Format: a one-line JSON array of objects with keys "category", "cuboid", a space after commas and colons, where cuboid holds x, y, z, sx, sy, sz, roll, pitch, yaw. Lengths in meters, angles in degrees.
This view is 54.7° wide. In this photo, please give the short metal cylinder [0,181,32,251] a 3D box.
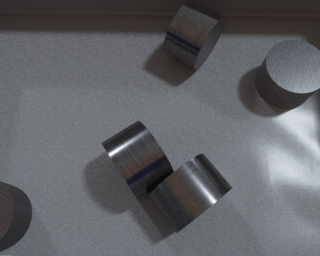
[{"category": "short metal cylinder", "cuboid": [-0.198, 0.101, 0.358, 0.081, 0.050, 0.080, 0, 70, 0]}]

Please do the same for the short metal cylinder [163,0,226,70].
[{"category": "short metal cylinder", "cuboid": [0.048, -0.128, 0.427, 0.050, 0.080, 0.080, 32, 73, 11]}]

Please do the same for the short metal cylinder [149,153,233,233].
[{"category": "short metal cylinder", "cuboid": [0.035, 0.074, 0.354, 0.080, 0.080, 0.050, -36, 74, -12]}]

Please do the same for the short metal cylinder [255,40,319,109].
[{"category": "short metal cylinder", "cuboid": [0.178, -0.072, 0.424, 0.081, 0.050, 0.080, 0, 70, 0]}]

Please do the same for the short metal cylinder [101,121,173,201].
[{"category": "short metal cylinder", "cuboid": [-0.026, 0.038, 0.366, 0.050, 0.080, 0.080, -33, 73, -11]}]
